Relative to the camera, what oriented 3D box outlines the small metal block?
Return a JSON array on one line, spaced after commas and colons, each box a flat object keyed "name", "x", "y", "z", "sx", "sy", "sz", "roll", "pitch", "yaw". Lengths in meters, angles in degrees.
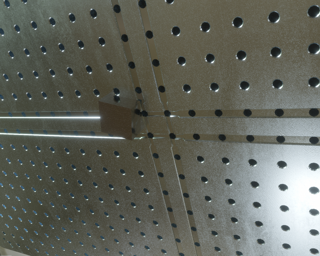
[{"name": "small metal block", "x": -0.055, "y": -0.016, "z": 0.432, "sx": 0.050, "sy": 0.025, "sz": 0.050, "roll": 15, "pitch": 125, "yaw": 20}]
